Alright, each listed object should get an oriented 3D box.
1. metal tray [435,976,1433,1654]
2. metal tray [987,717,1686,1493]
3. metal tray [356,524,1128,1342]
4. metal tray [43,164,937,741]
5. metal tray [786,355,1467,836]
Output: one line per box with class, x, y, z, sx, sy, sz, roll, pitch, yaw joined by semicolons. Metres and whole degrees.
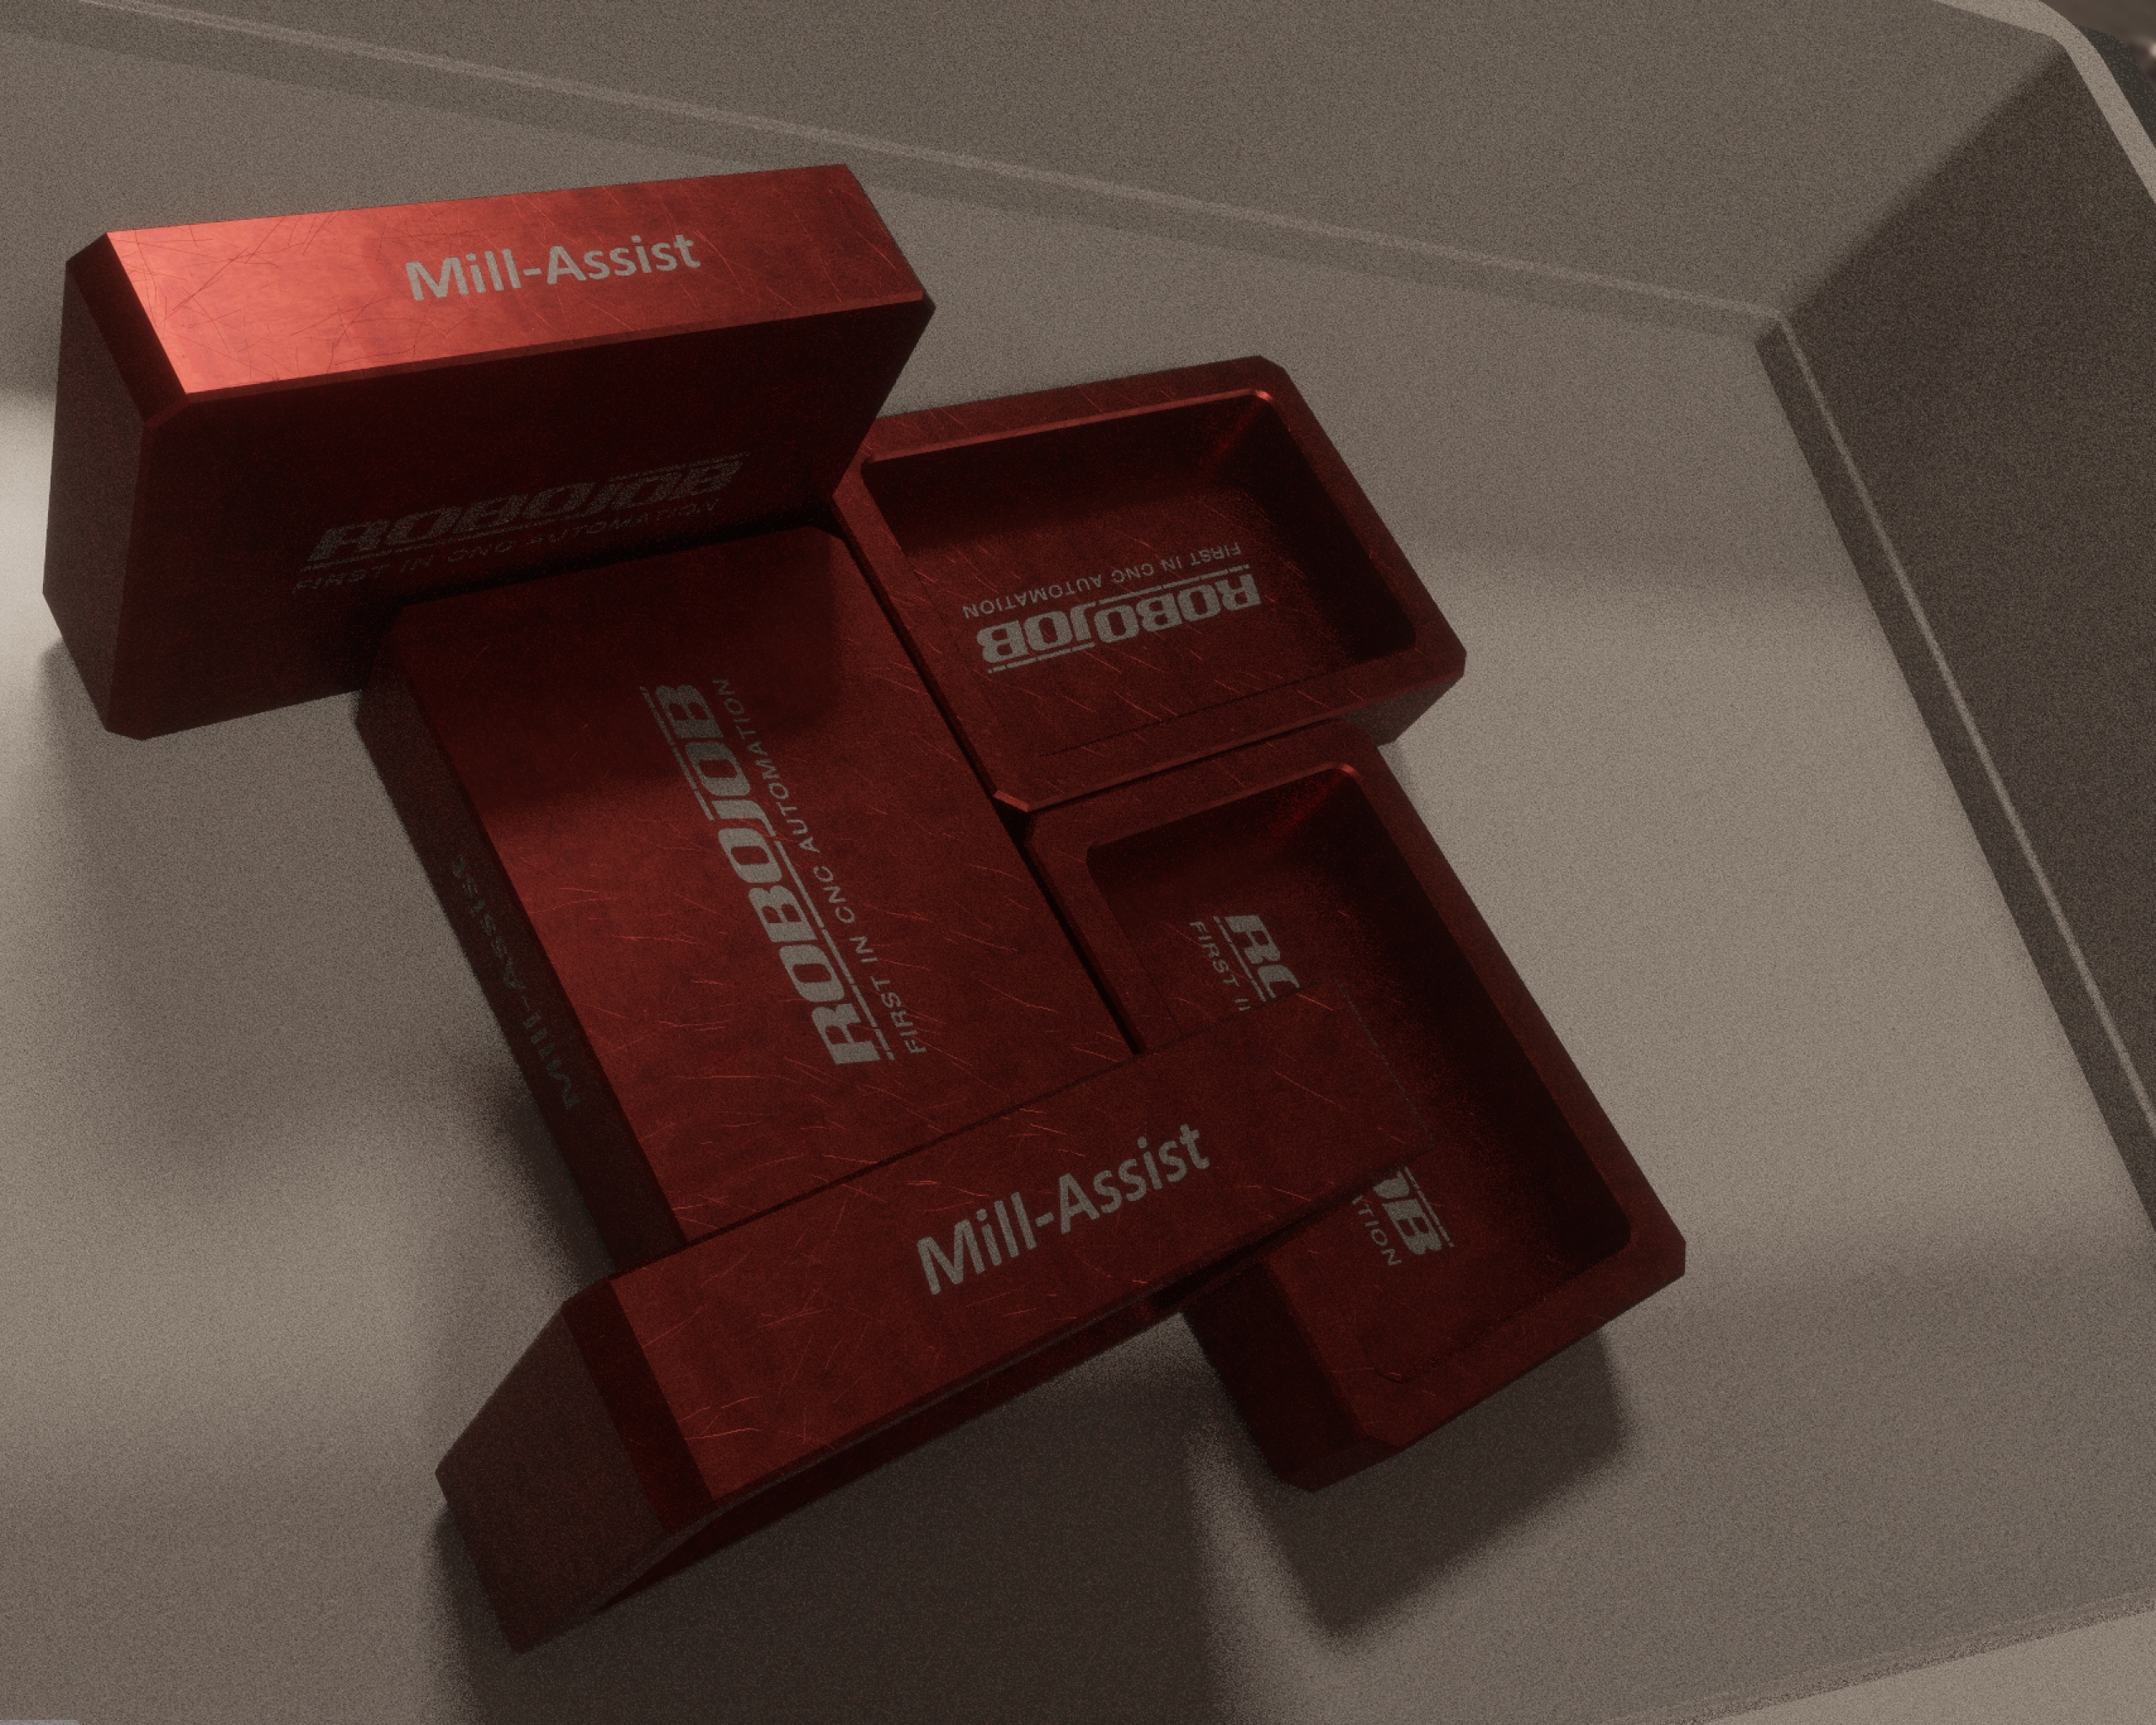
metal tray;-0.020;0.066;0.310;0.131;0.090;0.030;-19;72;-35
metal tray;0.048;0.041;0.402;0.091;0.030;0.130;-19;72;-36
metal tray;-0.057;0.008;0.365;0.091;0.030;0.130;-19;72;-36
metal tray;-0.098;-0.069;0.350;0.131;0.090;0.030;-20;73;-36
metal tray;0.010;-0.056;0.441;0.131;0.030;0.090;-19;72;-35
